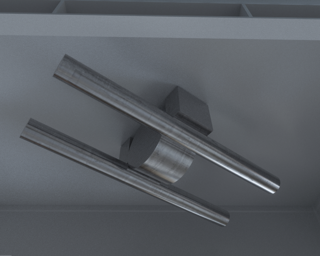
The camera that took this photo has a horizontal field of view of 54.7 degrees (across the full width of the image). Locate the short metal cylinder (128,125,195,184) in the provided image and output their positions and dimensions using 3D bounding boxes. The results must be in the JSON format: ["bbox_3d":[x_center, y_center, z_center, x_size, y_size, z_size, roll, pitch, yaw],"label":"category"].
[{"bbox_3d":[0.002,0.025,0.392,0.050,0.080,0.080,30,124,-23],"label":"short metal cylinder"}]

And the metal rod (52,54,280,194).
[{"bbox_3d":[0.027,0.008,0.349,0.301,0.025,0.025,29,124,-23],"label":"metal rod"}]

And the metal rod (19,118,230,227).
[{"bbox_3d":[-0.027,0.067,0.400,0.301,0.025,0.025,29,124,-23],"label":"metal rod"}]

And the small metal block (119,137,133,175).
[{"bbox_3d":[-0.029,0.048,0.431,0.050,0.050,0.025,30,124,-23],"label":"small metal block"}]

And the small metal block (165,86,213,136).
[{"bbox_3d":[0.034,-0.017,0.376,0.050,0.050,0.025,30,124,-23],"label":"small metal block"}]
